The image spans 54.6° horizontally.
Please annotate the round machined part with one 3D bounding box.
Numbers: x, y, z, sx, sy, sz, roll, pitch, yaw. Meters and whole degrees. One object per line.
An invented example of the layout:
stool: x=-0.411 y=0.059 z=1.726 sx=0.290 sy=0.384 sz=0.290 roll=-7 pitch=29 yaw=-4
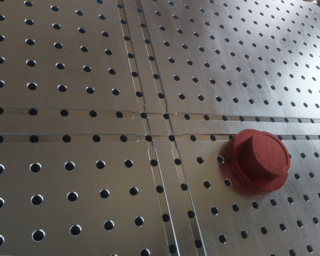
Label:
round machined part: x=0.147 y=0.044 z=0.449 sx=0.099 sy=0.042 sz=0.098 roll=13 pitch=56 yaw=-21
